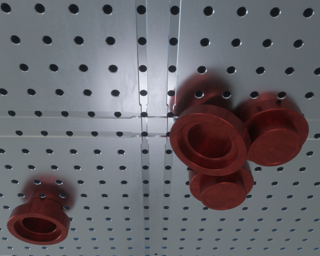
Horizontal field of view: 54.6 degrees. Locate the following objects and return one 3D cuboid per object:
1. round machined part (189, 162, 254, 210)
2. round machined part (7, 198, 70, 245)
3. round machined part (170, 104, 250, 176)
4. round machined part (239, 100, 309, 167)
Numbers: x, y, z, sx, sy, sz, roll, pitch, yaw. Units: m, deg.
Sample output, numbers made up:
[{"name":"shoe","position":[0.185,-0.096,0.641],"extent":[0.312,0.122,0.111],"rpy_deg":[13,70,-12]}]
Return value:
[{"name":"round machined part","position":[0.095,0.090,0.477],"extent":[0.099,0.042,0.097],"rpy_deg":[0,130,0]},{"name":"round machined part","position":[-0.204,0.157,0.532],"extent":[0.099,0.042,0.097],"rpy_deg":[0,130,0]},{"name":"round machined part","position":[0.066,0.011,0.395],"extent":[0.098,0.042,0.097],"rpy_deg":[15,131,18]},{"name":"round machined part","position":[0.148,0.014,0.413],"extent":[0.099,0.042,0.097],"rpy_deg":[0,130,0]}]
